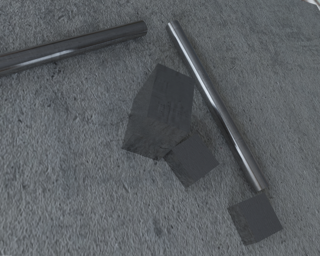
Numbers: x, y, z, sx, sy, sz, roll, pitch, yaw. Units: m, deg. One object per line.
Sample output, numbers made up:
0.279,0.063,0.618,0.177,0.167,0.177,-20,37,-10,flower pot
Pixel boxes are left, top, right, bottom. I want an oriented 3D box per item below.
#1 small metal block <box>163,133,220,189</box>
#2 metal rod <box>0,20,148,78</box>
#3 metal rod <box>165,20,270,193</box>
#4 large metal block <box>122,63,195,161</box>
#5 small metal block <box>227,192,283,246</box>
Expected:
0.041,0.042,0.402,0.050,0.025,0.050,-28,77,-38,small metal block
-0.132,-0.097,0.392,0.302,0.025,0.025,-30,79,-38,metal rod
0.081,-0.043,0.476,0.025,0.025,0.299,-13,68,-34,metal rod
-0.002,-0.017,0.379,0.050,0.080,0.080,21,54,-16,large metal block
0.123,0.117,0.401,0.050,0.025,0.050,-10,67,-33,small metal block
